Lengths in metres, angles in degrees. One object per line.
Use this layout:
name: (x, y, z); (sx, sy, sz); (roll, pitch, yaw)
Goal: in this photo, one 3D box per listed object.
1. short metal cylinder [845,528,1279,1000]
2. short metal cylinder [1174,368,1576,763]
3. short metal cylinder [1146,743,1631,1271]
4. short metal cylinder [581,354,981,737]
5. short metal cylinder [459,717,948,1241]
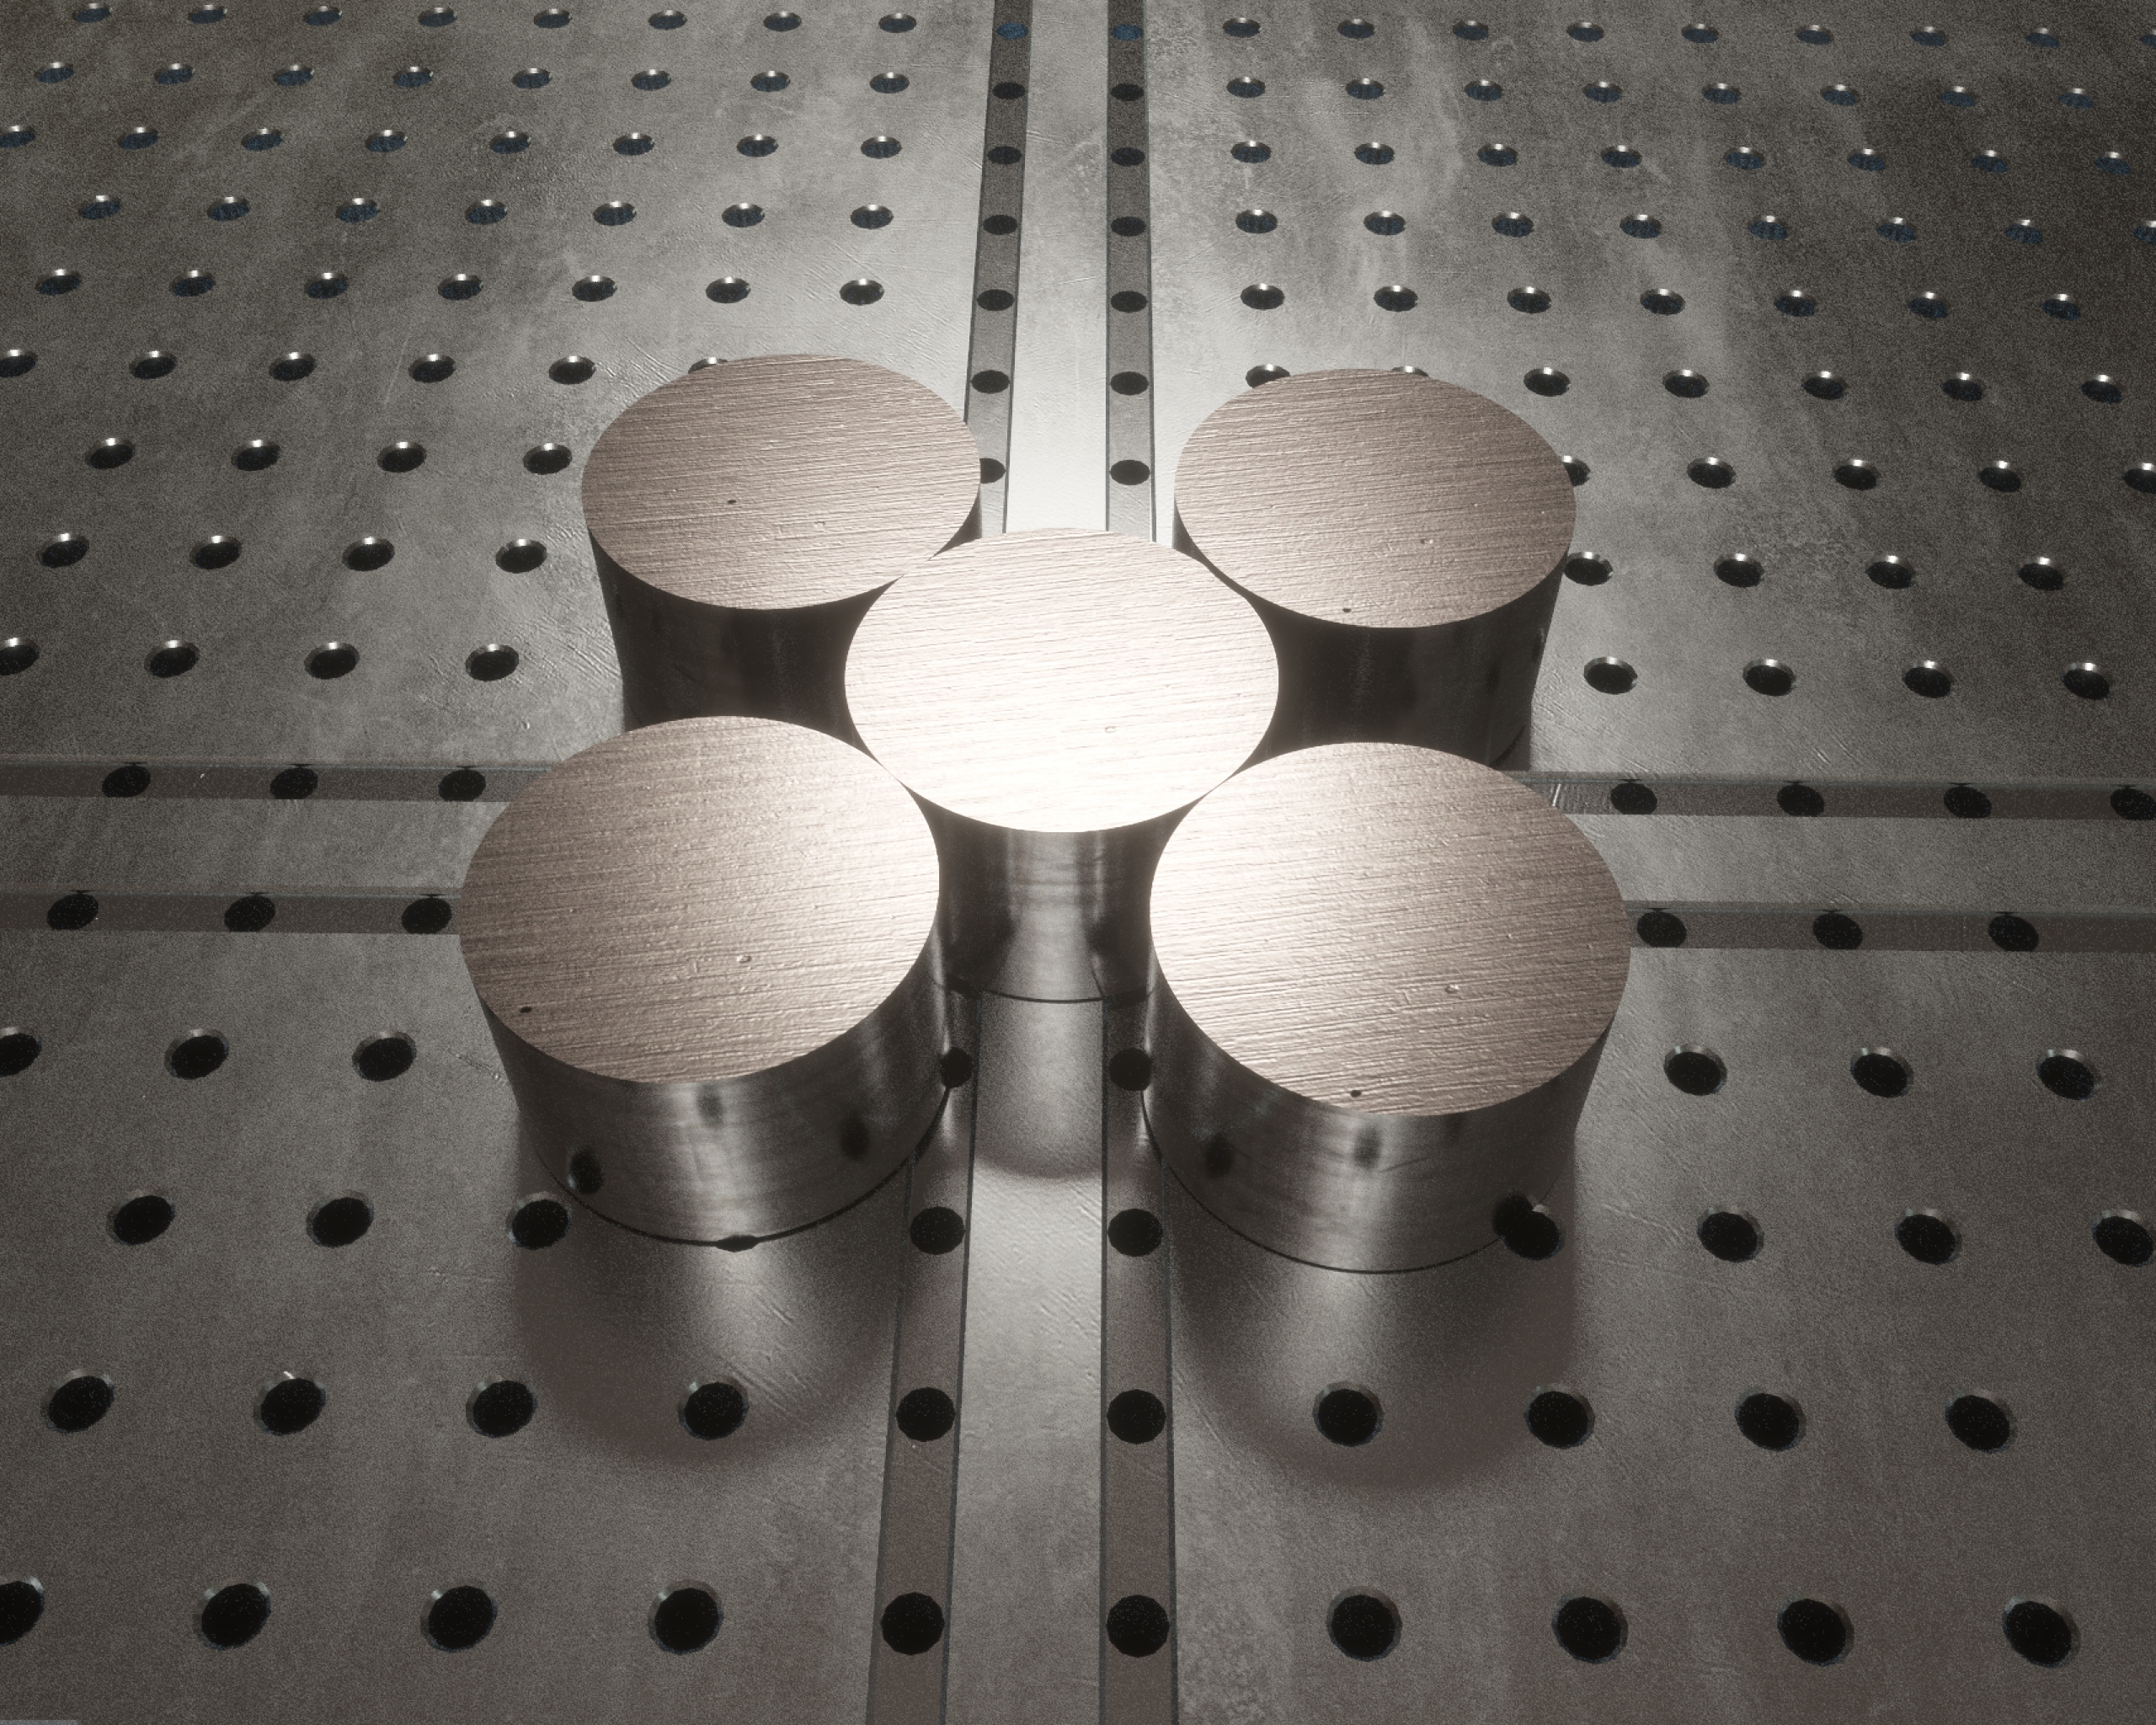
short metal cylinder: (-0.003, -0.020, 0.407); (0.081, 0.050, 0.080); (0, 50, 0)
short metal cylinder: (0.060, -0.059, 0.439); (0.081, 0.050, 0.080); (0, 50, 0)
short metal cylinder: (0.052, 0.025, 0.370); (0.081, 0.050, 0.080); (0, 50, 0)
short metal cylinder: (-0.060, -0.063, 0.443); (0.081, 0.050, 0.080); (0, 50, 0)
short metal cylinder: (-0.064, 0.020, 0.372); (0.081, 0.050, 0.080); (0, 50, 0)
